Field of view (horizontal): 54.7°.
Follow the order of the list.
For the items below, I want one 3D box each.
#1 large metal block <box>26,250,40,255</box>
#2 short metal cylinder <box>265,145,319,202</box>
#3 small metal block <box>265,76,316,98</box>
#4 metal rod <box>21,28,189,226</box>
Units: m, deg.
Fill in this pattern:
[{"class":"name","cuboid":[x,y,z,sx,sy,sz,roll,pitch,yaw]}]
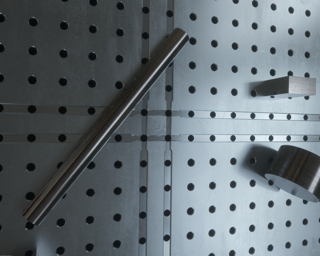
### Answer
[{"class":"large metal block","cuboid":[-0.158,0.199,0.341,0.081,0.050,0.080,-26,99,-18]},{"class":"short metal cylinder","cuboid":[0.205,0.067,0.459,0.080,0.080,0.050,35,79,-17]},{"class":"small metal block","cuboid":[0.198,-0.062,0.472,0.050,0.050,0.025,1,90,-20]},{"class":"metal rod","cuboid":[-0.060,-0.011,0.390,0.025,0.025,0.300,41,77,-16]}]
